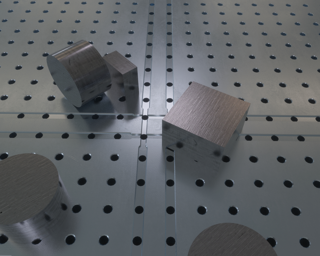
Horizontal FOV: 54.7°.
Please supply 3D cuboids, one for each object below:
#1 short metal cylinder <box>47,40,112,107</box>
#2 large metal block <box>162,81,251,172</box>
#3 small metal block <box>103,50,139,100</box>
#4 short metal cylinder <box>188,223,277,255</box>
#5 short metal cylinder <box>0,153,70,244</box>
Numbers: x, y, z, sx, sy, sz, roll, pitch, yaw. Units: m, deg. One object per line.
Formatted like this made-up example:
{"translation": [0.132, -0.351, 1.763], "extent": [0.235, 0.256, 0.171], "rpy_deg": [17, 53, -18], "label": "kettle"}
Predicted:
{"translation": [-0.113, -0.076, 0.435], "extent": [0.050, 0.080, 0.080], "rpy_deg": [-36, 59, -26], "label": "short metal cylinder"}
{"translation": [0.058, -0.004, 0.396], "extent": [0.080, 0.050, 0.080], "rpy_deg": [25, 54, 19], "label": "large metal block"}
{"translation": [-0.058, -0.077, 0.456], "extent": [0.025, 0.050, 0.050], "rpy_deg": [-34, 58, -25], "label": "small metal block"}
{"translation": [0.063, 0.134, 0.279], "extent": [0.081, 0.050, 0.080], "rpy_deg": [0, 50, 0], "label": "short metal cylinder"}
{"translation": [-0.142, 0.074, 0.328], "extent": [0.081, 0.050, 0.080], "rpy_deg": [0, 50, 0], "label": "short metal cylinder"}
